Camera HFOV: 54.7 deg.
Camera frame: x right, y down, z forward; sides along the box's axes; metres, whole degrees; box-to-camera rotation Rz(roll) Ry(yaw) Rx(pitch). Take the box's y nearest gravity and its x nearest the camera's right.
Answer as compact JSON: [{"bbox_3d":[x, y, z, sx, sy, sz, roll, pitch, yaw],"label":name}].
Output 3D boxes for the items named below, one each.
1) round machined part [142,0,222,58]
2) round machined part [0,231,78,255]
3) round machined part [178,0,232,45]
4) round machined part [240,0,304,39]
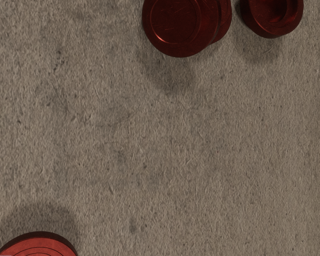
[{"bbox_3d":[0.022,-0.135,0.379,0.098,0.098,0.042,61,30,-11],"label":"round machined part"},{"bbox_3d":[-0.141,0.165,0.349,0.099,0.042,0.097,0,90,-21],"label":"round machined part"},{"bbox_3d":[0.057,-0.163,0.422,0.099,0.042,0.097,0,90,-21],"label":"round machined part"},{"bbox_3d":[0.160,-0.181,0.461,0.099,0.042,0.097,0,90,-21],"label":"round machined part"}]
